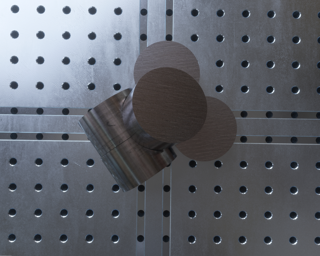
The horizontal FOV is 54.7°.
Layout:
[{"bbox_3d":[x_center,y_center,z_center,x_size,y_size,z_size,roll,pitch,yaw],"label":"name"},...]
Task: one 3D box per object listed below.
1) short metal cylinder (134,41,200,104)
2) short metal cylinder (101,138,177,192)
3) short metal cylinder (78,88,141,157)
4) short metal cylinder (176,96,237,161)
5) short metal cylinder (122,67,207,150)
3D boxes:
[{"bbox_3d":[0.008,-0.066,0.400,0.081,0.050,0.079,0,90,-1],"label":"short metal cylinder"},{"bbox_3d":[-0.026,0.036,0.385,0.080,0.080,0.050,-34,90,0],"label":"short metal cylinder"},{"bbox_3d":[-0.053,-0.007,0.385,0.080,0.080,0.050,-34,90,0],"label":"short metal cylinder"},{"bbox_3d":[0.053,0.001,0.401,0.081,0.050,0.079,0,90,-1],"label":"short metal cylinder"},{"bbox_3d":[0.004,-0.019,0.337,0.081,0.050,0.080,4,77,-17],"label":"short metal cylinder"}]
